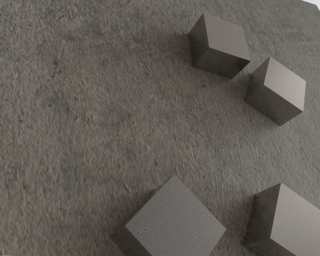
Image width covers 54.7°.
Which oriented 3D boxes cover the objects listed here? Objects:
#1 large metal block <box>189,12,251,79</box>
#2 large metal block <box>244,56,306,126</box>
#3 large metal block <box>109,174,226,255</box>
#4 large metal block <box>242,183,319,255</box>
[{"bbox_3d":[0.100,-0.139,0.529,0.081,0.050,0.080,11,57,-23],"label":"large metal block"},{"bbox_3d":[0.201,-0.064,0.538,0.080,0.050,0.080,32,51,-8],"label":"large metal block"},{"bbox_3d":[0.009,0.110,0.326,0.080,0.050,0.080,47,51,4],"label":"large metal block"},{"bbox_3d":[0.163,0.132,0.397,0.080,0.050,0.080,35,51,-6],"label":"large metal block"}]
